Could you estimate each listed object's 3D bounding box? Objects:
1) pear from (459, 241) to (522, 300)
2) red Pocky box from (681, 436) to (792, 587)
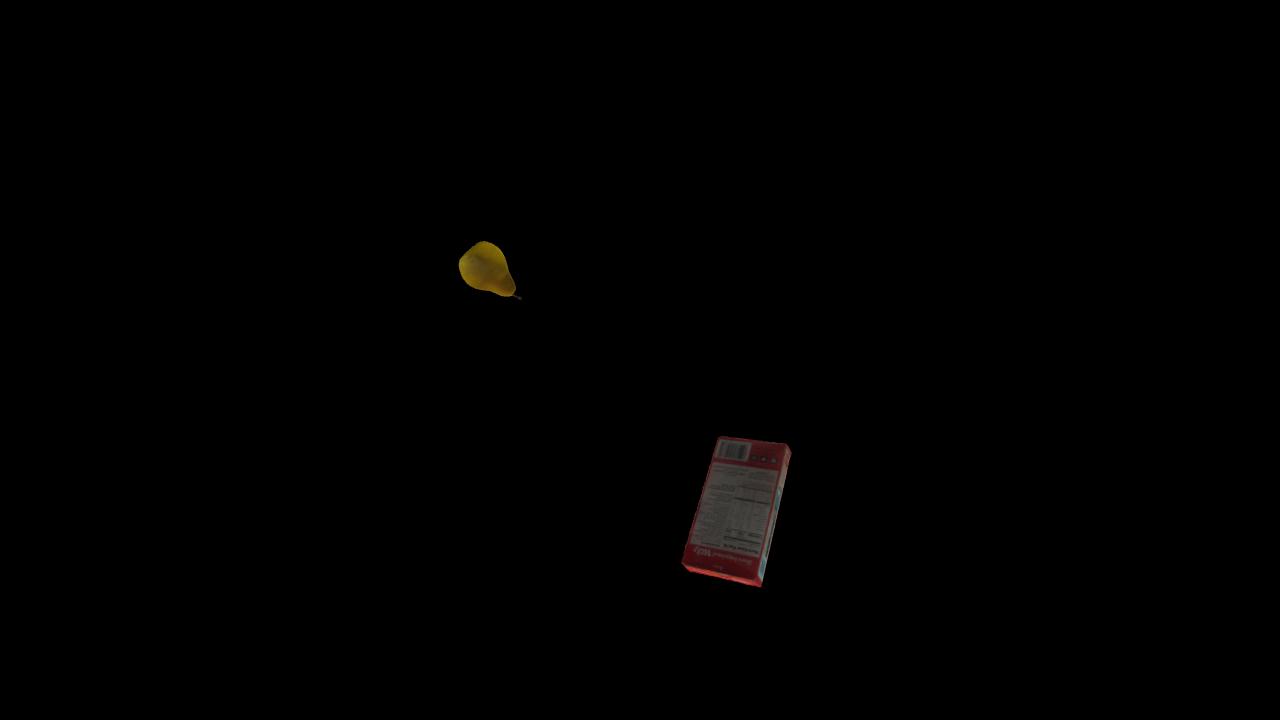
[{"bbox_3d":[-0.227,-0.128,0.956,0.080,0.111,0.080,-36,19,15],"label":"pear"},{"bbox_3d":[0.105,0.158,0.660,0.083,0.155,0.028,4,-35,28],"label":"red Pocky box"}]
